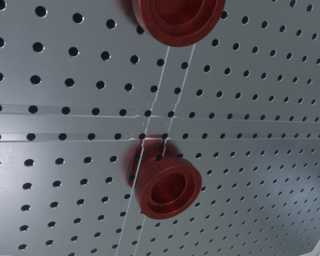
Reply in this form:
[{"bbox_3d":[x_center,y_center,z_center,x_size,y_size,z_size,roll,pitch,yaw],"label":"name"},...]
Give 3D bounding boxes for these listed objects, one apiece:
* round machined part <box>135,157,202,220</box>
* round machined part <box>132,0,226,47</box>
[{"bbox_3d":[0.009,0.083,0.456,0.099,0.042,0.097,-14,124,-21],"label":"round machined part"},{"bbox_3d":[0.017,-0.138,0.323,0.099,0.042,0.097,-14,124,-21],"label":"round machined part"}]
